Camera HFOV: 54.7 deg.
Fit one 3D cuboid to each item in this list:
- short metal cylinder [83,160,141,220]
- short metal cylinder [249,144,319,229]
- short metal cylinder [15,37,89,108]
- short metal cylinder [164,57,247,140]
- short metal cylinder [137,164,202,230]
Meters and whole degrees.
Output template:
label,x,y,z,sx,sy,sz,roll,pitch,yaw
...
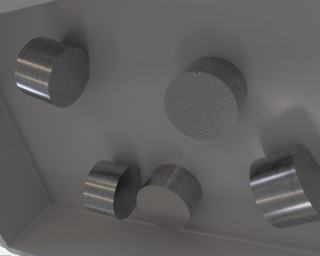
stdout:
label,x,y,z,sx,sy,sz,roll,pitch,yaw
short metal cylinder,-0.069,0.092,0.467,0.050,0.080,0.079,9,122,24
short metal cylinder,0.143,0.064,0.337,0.050,0.080,0.080,-30,102,38
short metal cylinder,-0.137,-0.072,0.401,0.050,0.080,0.079,21,126,16
short metal cylinder,0.052,-0.033,0.345,0.080,0.050,0.079,13,124,21
short metal cylinder,0.014,0.099,0.447,0.080,0.050,0.079,13,124,21
